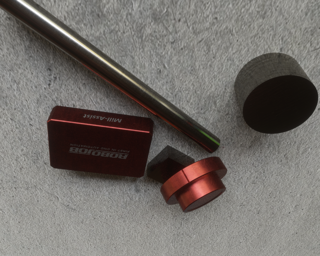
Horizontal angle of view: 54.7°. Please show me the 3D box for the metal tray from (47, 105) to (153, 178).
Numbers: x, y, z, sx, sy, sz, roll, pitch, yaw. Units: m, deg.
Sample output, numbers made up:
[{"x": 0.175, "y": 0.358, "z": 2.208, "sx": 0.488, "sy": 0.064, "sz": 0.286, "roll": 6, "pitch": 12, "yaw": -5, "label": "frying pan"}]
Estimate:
[{"x": -0.081, "y": 0.021, "z": 0.421, "sx": 0.131, "sy": 0.030, "sz": 0.089, "roll": 7, "pitch": 130, "yaw": -7, "label": "metal tray"}]

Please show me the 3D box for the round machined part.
[{"x": 0.053, "y": 0.085, "z": 0.439, "sx": 0.099, "sy": 0.042, "sz": 0.098, "roll": -24, "pitch": 155, "yaw": -12, "label": "round machined part"}]

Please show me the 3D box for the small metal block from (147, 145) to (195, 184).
[{"x": 0.016, "y": 0.059, "z": 0.457, "sx": 0.050, "sy": 0.025, "sz": 0.050, "roll": 30, "pitch": 124, "yaw": -23, "label": "small metal block"}]

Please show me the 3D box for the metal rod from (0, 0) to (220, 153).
[{"x": -0.038, "y": -0.052, "z": 0.362, "sx": 0.301, "sy": 0.025, "sz": 0.025, "roll": 34, "pitch": 122, "yaw": -26, "label": "metal rod"}]

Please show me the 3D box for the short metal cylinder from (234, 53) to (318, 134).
[{"x": 0.132, "y": -0.039, "z": 0.359, "sx": 0.081, "sy": 0.050, "sz": 0.079, "roll": 0, "pitch": 130, "yaw": 0, "label": "short metal cylinder"}]
